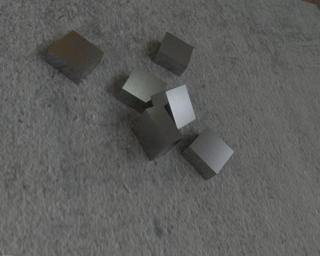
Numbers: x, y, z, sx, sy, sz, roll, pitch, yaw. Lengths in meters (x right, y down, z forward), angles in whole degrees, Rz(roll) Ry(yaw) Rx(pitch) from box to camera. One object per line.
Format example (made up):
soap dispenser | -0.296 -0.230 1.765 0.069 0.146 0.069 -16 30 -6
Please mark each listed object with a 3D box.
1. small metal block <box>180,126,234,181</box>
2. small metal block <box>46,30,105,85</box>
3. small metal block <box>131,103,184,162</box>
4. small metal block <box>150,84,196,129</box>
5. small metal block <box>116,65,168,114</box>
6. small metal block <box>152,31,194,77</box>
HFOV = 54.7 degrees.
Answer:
small metal block | 0.064 0.034 0.420 0.050 0.025 0.050 45 51 3
small metal block | -0.110 -0.092 0.402 0.050 0.025 0.050 36 51 -5
small metal block | -0.005 0.006 0.383 0.025 0.050 0.050 -22 74 -36
small metal block | 0.019 -0.027 0.413 0.050 0.025 0.050 -28 103 -52
small metal block | -0.024 -0.050 0.423 0.050 0.025 0.050 31 51 -9
small metal block | 0.021 -0.117 0.488 0.050 0.025 0.050 27 52 -12
